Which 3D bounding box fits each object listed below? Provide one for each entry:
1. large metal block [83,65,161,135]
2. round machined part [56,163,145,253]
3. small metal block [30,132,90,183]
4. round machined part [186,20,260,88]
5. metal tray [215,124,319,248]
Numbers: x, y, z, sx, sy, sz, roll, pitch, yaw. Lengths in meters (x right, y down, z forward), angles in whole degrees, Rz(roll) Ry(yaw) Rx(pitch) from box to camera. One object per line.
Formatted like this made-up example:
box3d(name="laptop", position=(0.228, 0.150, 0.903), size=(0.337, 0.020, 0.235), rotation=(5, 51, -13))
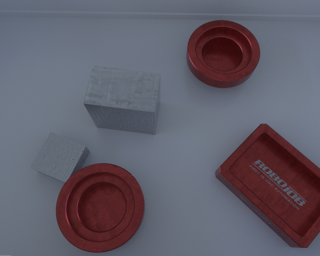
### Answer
box3d(name="large metal block", position=(-0.043, -0.032, 0.392), size=(0.080, 0.080, 0.050), rotation=(7, 70, 2))
box3d(name="round machined part", position=(-0.067, 0.094, 0.366), size=(0.099, 0.042, 0.098), rotation=(0, 70, -1))
box3d(name="small metal block", position=(-0.126, 0.040, 0.394), size=(0.050, 0.025, 0.050), rotation=(22, 71, 7))
box3d(name="round machined part", position=(0.086, -0.100, 0.438), size=(0.099, 0.042, 0.098), rotation=(0, 70, -1))
box3d(name="metal tray", position=(0.147, 0.069, 0.383), size=(0.090, 0.030, 0.130), rotation=(-43, 76, -14))
